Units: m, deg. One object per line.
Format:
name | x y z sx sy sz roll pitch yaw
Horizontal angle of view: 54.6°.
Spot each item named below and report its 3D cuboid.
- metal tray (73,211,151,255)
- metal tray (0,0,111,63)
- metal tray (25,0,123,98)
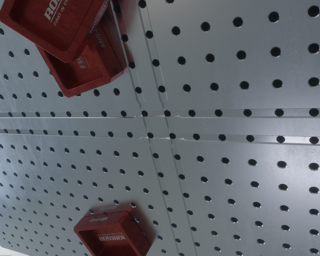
metal tray | -0.092 0.207 0.585 0.130 0.030 0.090 -18 109 35
metal tray | -0.104 -0.149 0.334 0.090 0.030 0.129 33 111 -8
metal tray | -0.116 -0.111 0.400 0.090 0.030 0.130 -13 112 33
